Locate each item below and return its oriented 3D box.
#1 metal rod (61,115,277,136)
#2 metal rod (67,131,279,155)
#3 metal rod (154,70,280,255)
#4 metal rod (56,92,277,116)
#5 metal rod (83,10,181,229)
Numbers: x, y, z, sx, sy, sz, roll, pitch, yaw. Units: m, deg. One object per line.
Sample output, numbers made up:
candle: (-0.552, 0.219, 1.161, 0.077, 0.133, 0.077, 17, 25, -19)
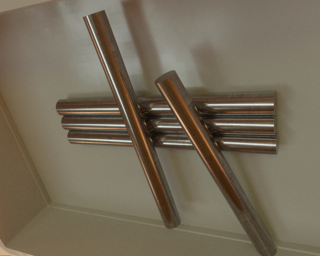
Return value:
metal rod: (-0.008, -0.007, 0.406, 0.301, 0.025, 0.025, 1, 119, 27)
metal rod: (-0.002, 0.015, 0.416, 0.301, 0.025, 0.025, 1, 119, 27)
metal rod: (0.080, 0.063, 0.377, 0.025, 0.025, 0.299, -17, 117, 34)
metal rod: (-0.012, -0.028, 0.395, 0.301, 0.025, 0.025, 1, 119, 27)
metal rod: (-0.027, 0.007, 0.391, 0.025, 0.025, 0.298, -5, 116, 30)
